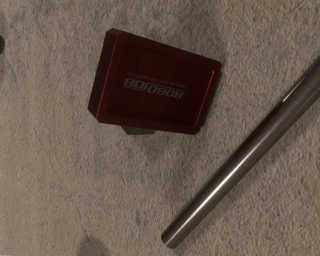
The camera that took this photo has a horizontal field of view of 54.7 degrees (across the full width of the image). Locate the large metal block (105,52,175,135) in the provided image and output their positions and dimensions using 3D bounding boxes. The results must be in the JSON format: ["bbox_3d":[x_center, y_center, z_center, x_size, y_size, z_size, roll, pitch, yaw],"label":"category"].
[{"bbox_3d":[-0.027,-0.047,0.409,0.080,0.050,0.080,49,119,28],"label":"large metal block"}]

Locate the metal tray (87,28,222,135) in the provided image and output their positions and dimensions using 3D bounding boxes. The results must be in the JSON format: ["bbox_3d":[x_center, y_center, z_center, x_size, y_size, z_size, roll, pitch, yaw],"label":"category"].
[{"bbox_3d":[-0.003,-0.045,0.335,0.030,0.131,0.089,36,114,53],"label":"metal tray"}]

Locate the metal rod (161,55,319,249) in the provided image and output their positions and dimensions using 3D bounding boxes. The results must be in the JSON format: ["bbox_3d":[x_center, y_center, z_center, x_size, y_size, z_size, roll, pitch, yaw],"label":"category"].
[{"bbox_3d":[0.090,0.032,0.329,0.025,0.025,0.298,50,119,28],"label":"metal rod"}]
